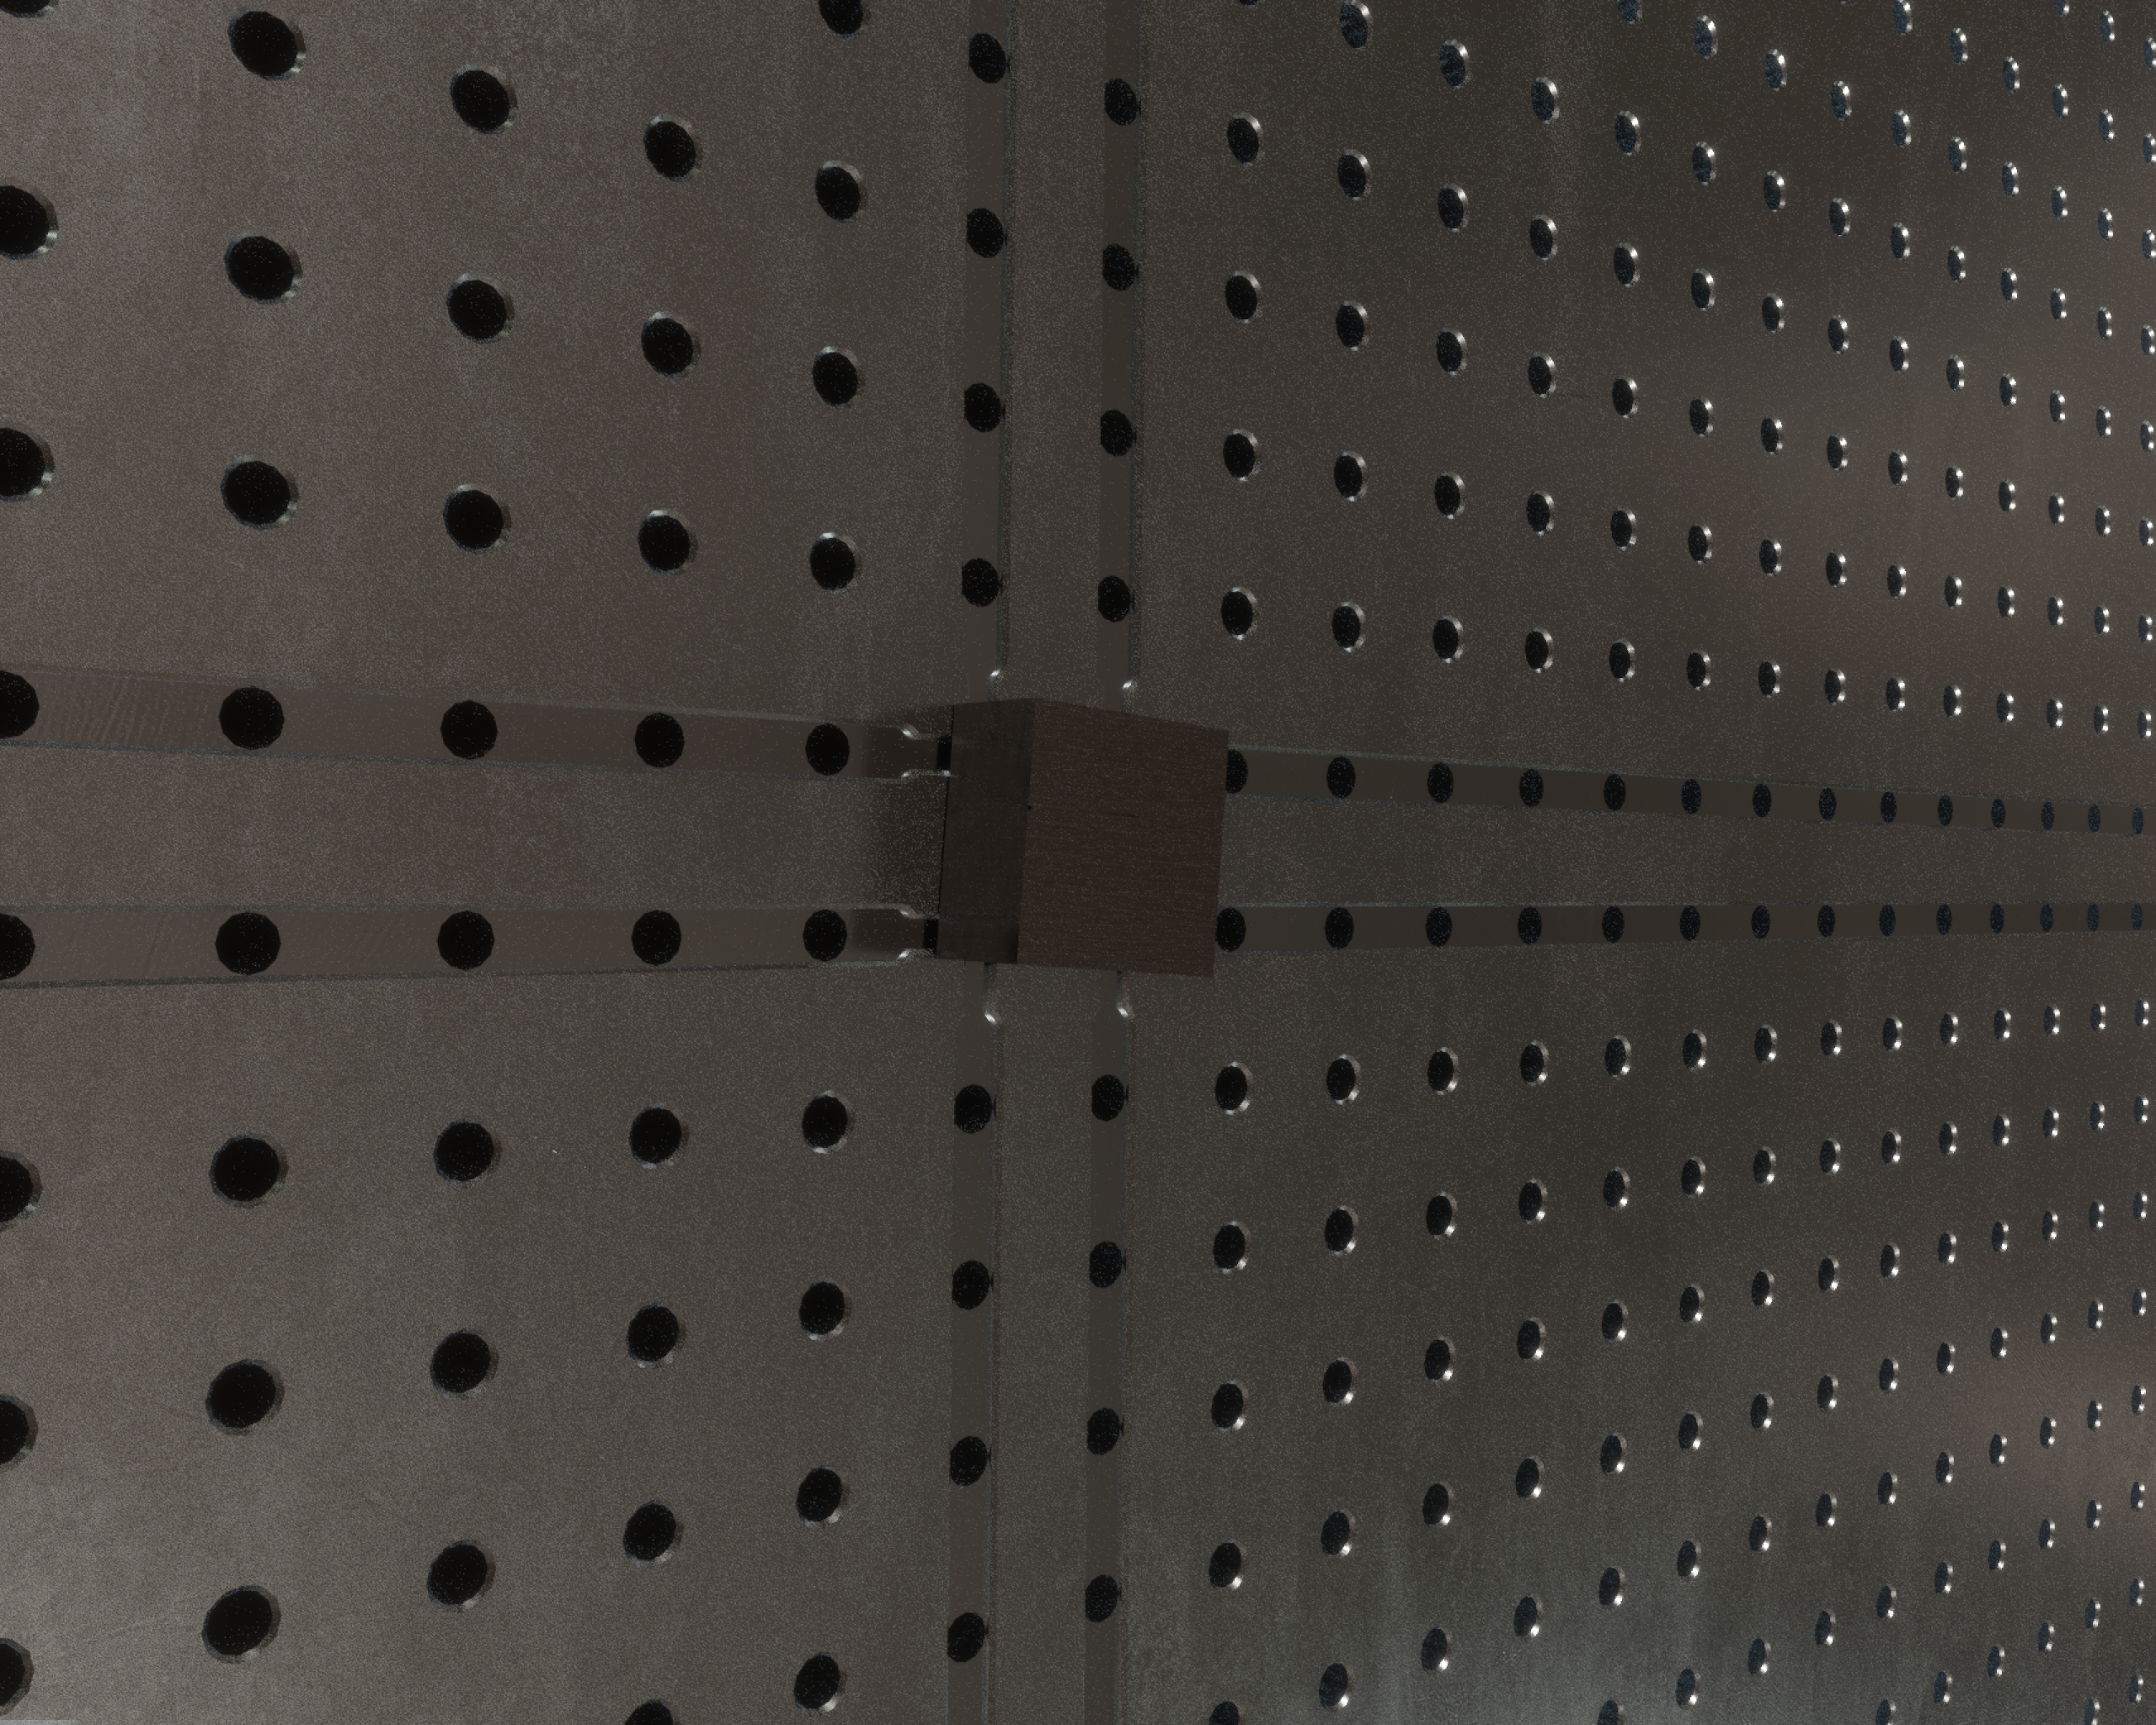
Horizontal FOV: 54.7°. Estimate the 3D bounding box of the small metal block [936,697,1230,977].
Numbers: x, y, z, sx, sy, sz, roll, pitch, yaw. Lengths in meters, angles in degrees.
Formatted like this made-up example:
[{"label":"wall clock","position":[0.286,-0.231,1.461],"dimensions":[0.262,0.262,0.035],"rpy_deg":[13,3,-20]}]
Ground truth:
[{"label":"small metal block","position":[0.002,-0.004,0.412],"dimensions":[0.050,0.025,0.050],"rpy_deg":[6,86,-40]}]
